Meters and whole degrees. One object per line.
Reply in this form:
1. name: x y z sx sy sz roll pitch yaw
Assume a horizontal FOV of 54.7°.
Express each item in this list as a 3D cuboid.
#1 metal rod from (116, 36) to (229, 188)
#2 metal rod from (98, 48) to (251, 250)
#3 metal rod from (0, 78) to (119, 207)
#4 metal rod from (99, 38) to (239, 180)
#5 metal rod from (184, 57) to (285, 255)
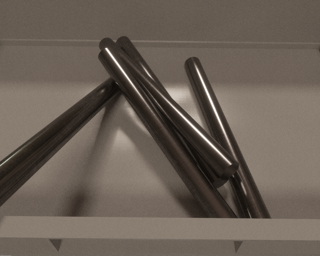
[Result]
1. metal rod: 0.003 -0.041 0.439 0.025 0.025 0.300 -20 53 -17
2. metal rod: 0.003 0.006 0.374 0.025 0.025 0.300 -26 63 -20
3. metal rod: -0.093 -0.009 0.334 0.025 0.025 0.301 11 26 8
4. metal rod: -0.007 -0.045 0.414 0.025 0.025 0.300 -26 51 -20
5. metal rod: 0.081 0.010 0.397 0.025 0.025 0.300 -9 51 -8
